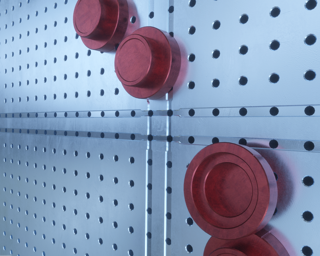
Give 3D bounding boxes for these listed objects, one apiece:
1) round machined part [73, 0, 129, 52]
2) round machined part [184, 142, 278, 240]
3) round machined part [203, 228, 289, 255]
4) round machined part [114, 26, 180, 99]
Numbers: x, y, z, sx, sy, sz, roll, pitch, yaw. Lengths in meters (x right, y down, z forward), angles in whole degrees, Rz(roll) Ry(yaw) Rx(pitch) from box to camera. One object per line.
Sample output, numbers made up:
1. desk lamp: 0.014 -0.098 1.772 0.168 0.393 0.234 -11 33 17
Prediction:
1. round machined part: -0.098 -0.171 0.481 0.098 0.042 0.097 0 90 40
2. round machined part: 0.077 0.065 0.330 0.098 0.042 0.098 -8 77 40
3. round machined part: 0.086 0.155 0.328 0.098 0.042 0.097 0 90 40
4. round machined part: -0.024 -0.088 0.419 0.098 0.042 0.097 0 90 40
